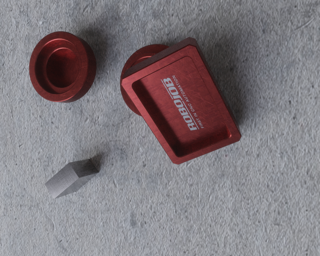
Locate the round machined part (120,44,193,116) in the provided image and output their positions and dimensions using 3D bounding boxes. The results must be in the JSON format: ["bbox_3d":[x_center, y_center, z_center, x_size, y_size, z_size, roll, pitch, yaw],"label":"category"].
[{"bbox_3d":[-0.008,-0.061,0.402,0.098,0.042,0.097,0,90,19],"label":"round machined part"}]

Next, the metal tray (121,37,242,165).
[{"bbox_3d":[0.027,-0.026,0.360,0.090,0.030,0.130,-24,116,18],"label":"metal tray"}]

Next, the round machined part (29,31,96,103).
[{"bbox_3d":[-0.134,-0.085,0.446,0.098,0.042,0.097,0,90,19],"label":"round machined part"}]

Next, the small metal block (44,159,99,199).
[{"bbox_3d":[-0.124,0.071,0.438,0.050,0.050,0.025,-40,78,15],"label":"small metal block"}]
